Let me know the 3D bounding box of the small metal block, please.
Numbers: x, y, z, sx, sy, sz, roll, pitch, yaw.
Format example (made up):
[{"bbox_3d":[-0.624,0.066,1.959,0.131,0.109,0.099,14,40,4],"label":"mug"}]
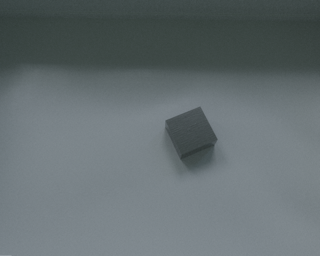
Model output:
[{"bbox_3d":[0.040,0.007,0.408,0.050,0.025,0.050,-22,72,-8],"label":"small metal block"}]
